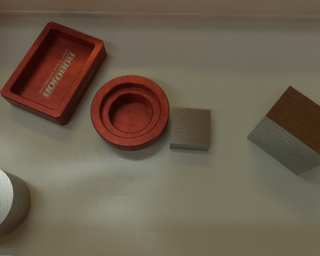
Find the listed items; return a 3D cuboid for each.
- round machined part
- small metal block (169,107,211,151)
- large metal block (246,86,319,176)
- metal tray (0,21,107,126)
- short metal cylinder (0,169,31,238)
[{"bbox_3d":[-0.037,-0.016,0.406,0.099,0.042,0.098,0,70,-1],"label":"round machined part"},{"bbox_3d":[0.040,0.002,0.409,0.050,0.025,0.050,4,70,1],"label":"small metal block"},{"bbox_3d":[0.164,0.006,0.380,0.080,0.080,0.050,39,75,12],"label":"large metal block"},{"bbox_3d":[-0.144,-0.078,0.433,0.090,0.030,0.130,23,71,7],"label":"metal tray"},{"bbox_3d":[-0.202,0.087,0.362,0.081,0.050,0.080,0,70,0],"label":"short metal cylinder"}]
